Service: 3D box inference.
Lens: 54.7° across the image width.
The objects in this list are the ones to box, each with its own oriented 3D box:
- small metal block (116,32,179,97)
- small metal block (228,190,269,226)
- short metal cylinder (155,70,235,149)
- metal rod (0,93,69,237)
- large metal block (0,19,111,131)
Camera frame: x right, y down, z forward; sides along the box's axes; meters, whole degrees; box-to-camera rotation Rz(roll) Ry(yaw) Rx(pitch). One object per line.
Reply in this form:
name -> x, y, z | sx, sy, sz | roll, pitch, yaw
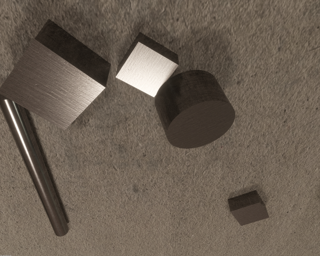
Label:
small metal block -> -0.014, -0.070, 0.348 | 0.050, 0.025, 0.050 | 26, 125, -21
small metal block -> 0.150, 0.137, 0.526 | 0.050, 0.025, 0.050 | -24, 127, 18
short metal cylinder -> 0.039, -0.020, 0.359 | 0.081, 0.050, 0.080 | -13, 142, -10
metal rod -> -0.181, 0.073, 0.466 | 0.025, 0.025, 0.298 | -1, 130, 0
large metal block -> -0.114, -0.056, 0.342 | 0.080, 0.050, 0.080 | 35, 122, -26
